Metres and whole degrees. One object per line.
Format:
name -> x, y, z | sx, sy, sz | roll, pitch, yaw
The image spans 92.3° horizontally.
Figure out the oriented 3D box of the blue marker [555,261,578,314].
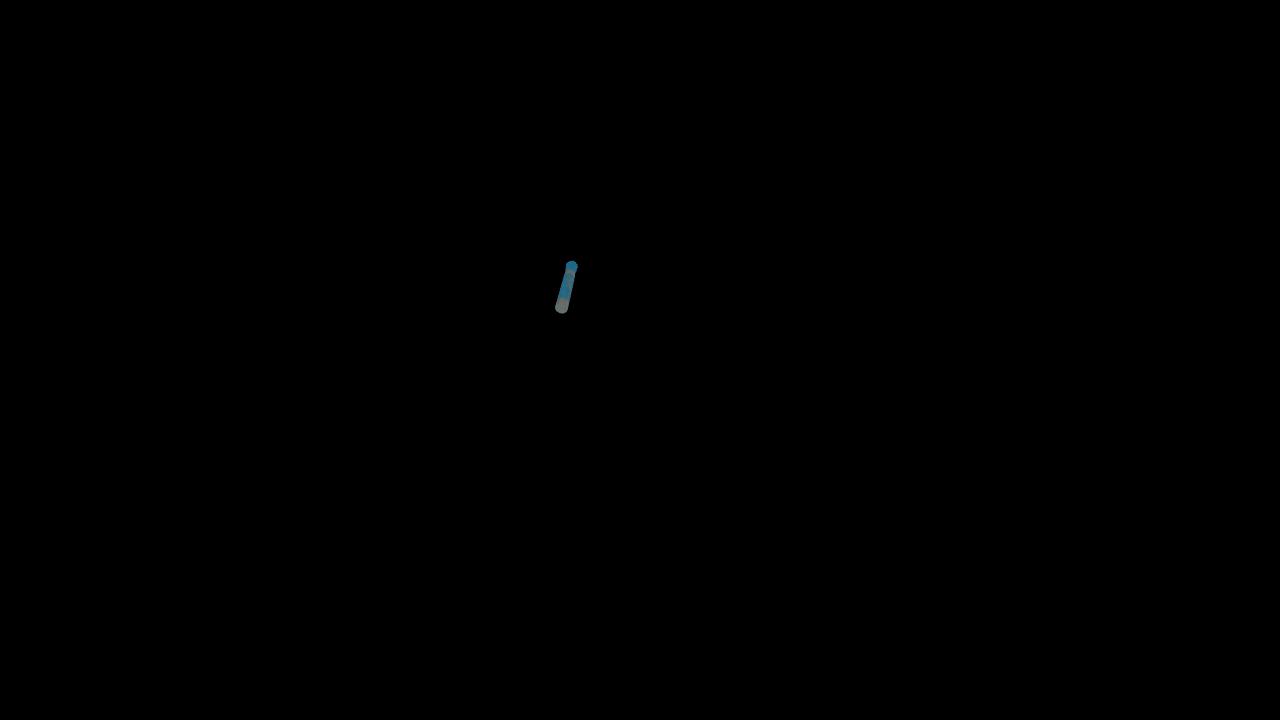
blue marker -> -0.111, -0.115, 0.940 | 0.020, 0.020, 0.121 | 0, 41, 4
